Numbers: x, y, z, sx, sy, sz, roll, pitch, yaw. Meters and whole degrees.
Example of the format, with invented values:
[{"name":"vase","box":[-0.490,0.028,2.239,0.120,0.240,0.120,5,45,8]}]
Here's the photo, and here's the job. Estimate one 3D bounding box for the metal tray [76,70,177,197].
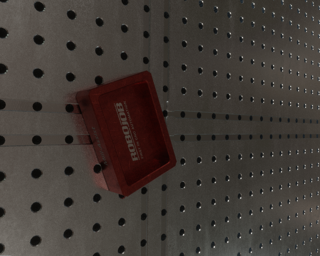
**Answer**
[{"name":"metal tray","box":[-0.036,0.005,0.377,0.091,0.030,0.129,-27,107,-37]}]
